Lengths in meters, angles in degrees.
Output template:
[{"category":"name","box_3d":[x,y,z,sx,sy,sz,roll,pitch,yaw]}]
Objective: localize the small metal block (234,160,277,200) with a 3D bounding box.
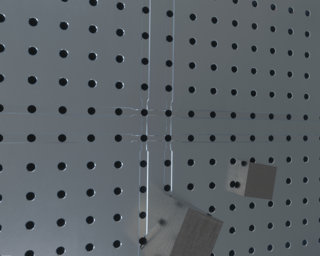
[{"category":"small metal block","box_3d":[0.144,0.078,0.466,0.050,0.025,0.050,11,86,-20]}]

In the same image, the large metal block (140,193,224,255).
[{"category":"large metal block","box_3d":[0.025,0.137,0.393,0.050,0.080,0.080,26,81,-18]}]
